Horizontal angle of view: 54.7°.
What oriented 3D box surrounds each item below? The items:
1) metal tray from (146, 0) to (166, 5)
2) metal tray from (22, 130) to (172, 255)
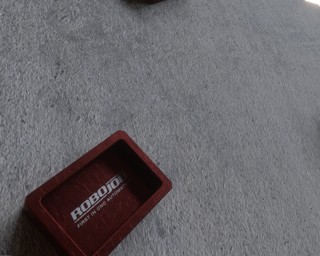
[{"bbox_3d":[0.001,-0.285,0.575,0.090,0.030,0.131,49,51,6],"label":"metal tray"},{"bbox_3d":[-0.059,0.071,0.324,0.090,0.030,0.131,47,51,5],"label":"metal tray"}]
